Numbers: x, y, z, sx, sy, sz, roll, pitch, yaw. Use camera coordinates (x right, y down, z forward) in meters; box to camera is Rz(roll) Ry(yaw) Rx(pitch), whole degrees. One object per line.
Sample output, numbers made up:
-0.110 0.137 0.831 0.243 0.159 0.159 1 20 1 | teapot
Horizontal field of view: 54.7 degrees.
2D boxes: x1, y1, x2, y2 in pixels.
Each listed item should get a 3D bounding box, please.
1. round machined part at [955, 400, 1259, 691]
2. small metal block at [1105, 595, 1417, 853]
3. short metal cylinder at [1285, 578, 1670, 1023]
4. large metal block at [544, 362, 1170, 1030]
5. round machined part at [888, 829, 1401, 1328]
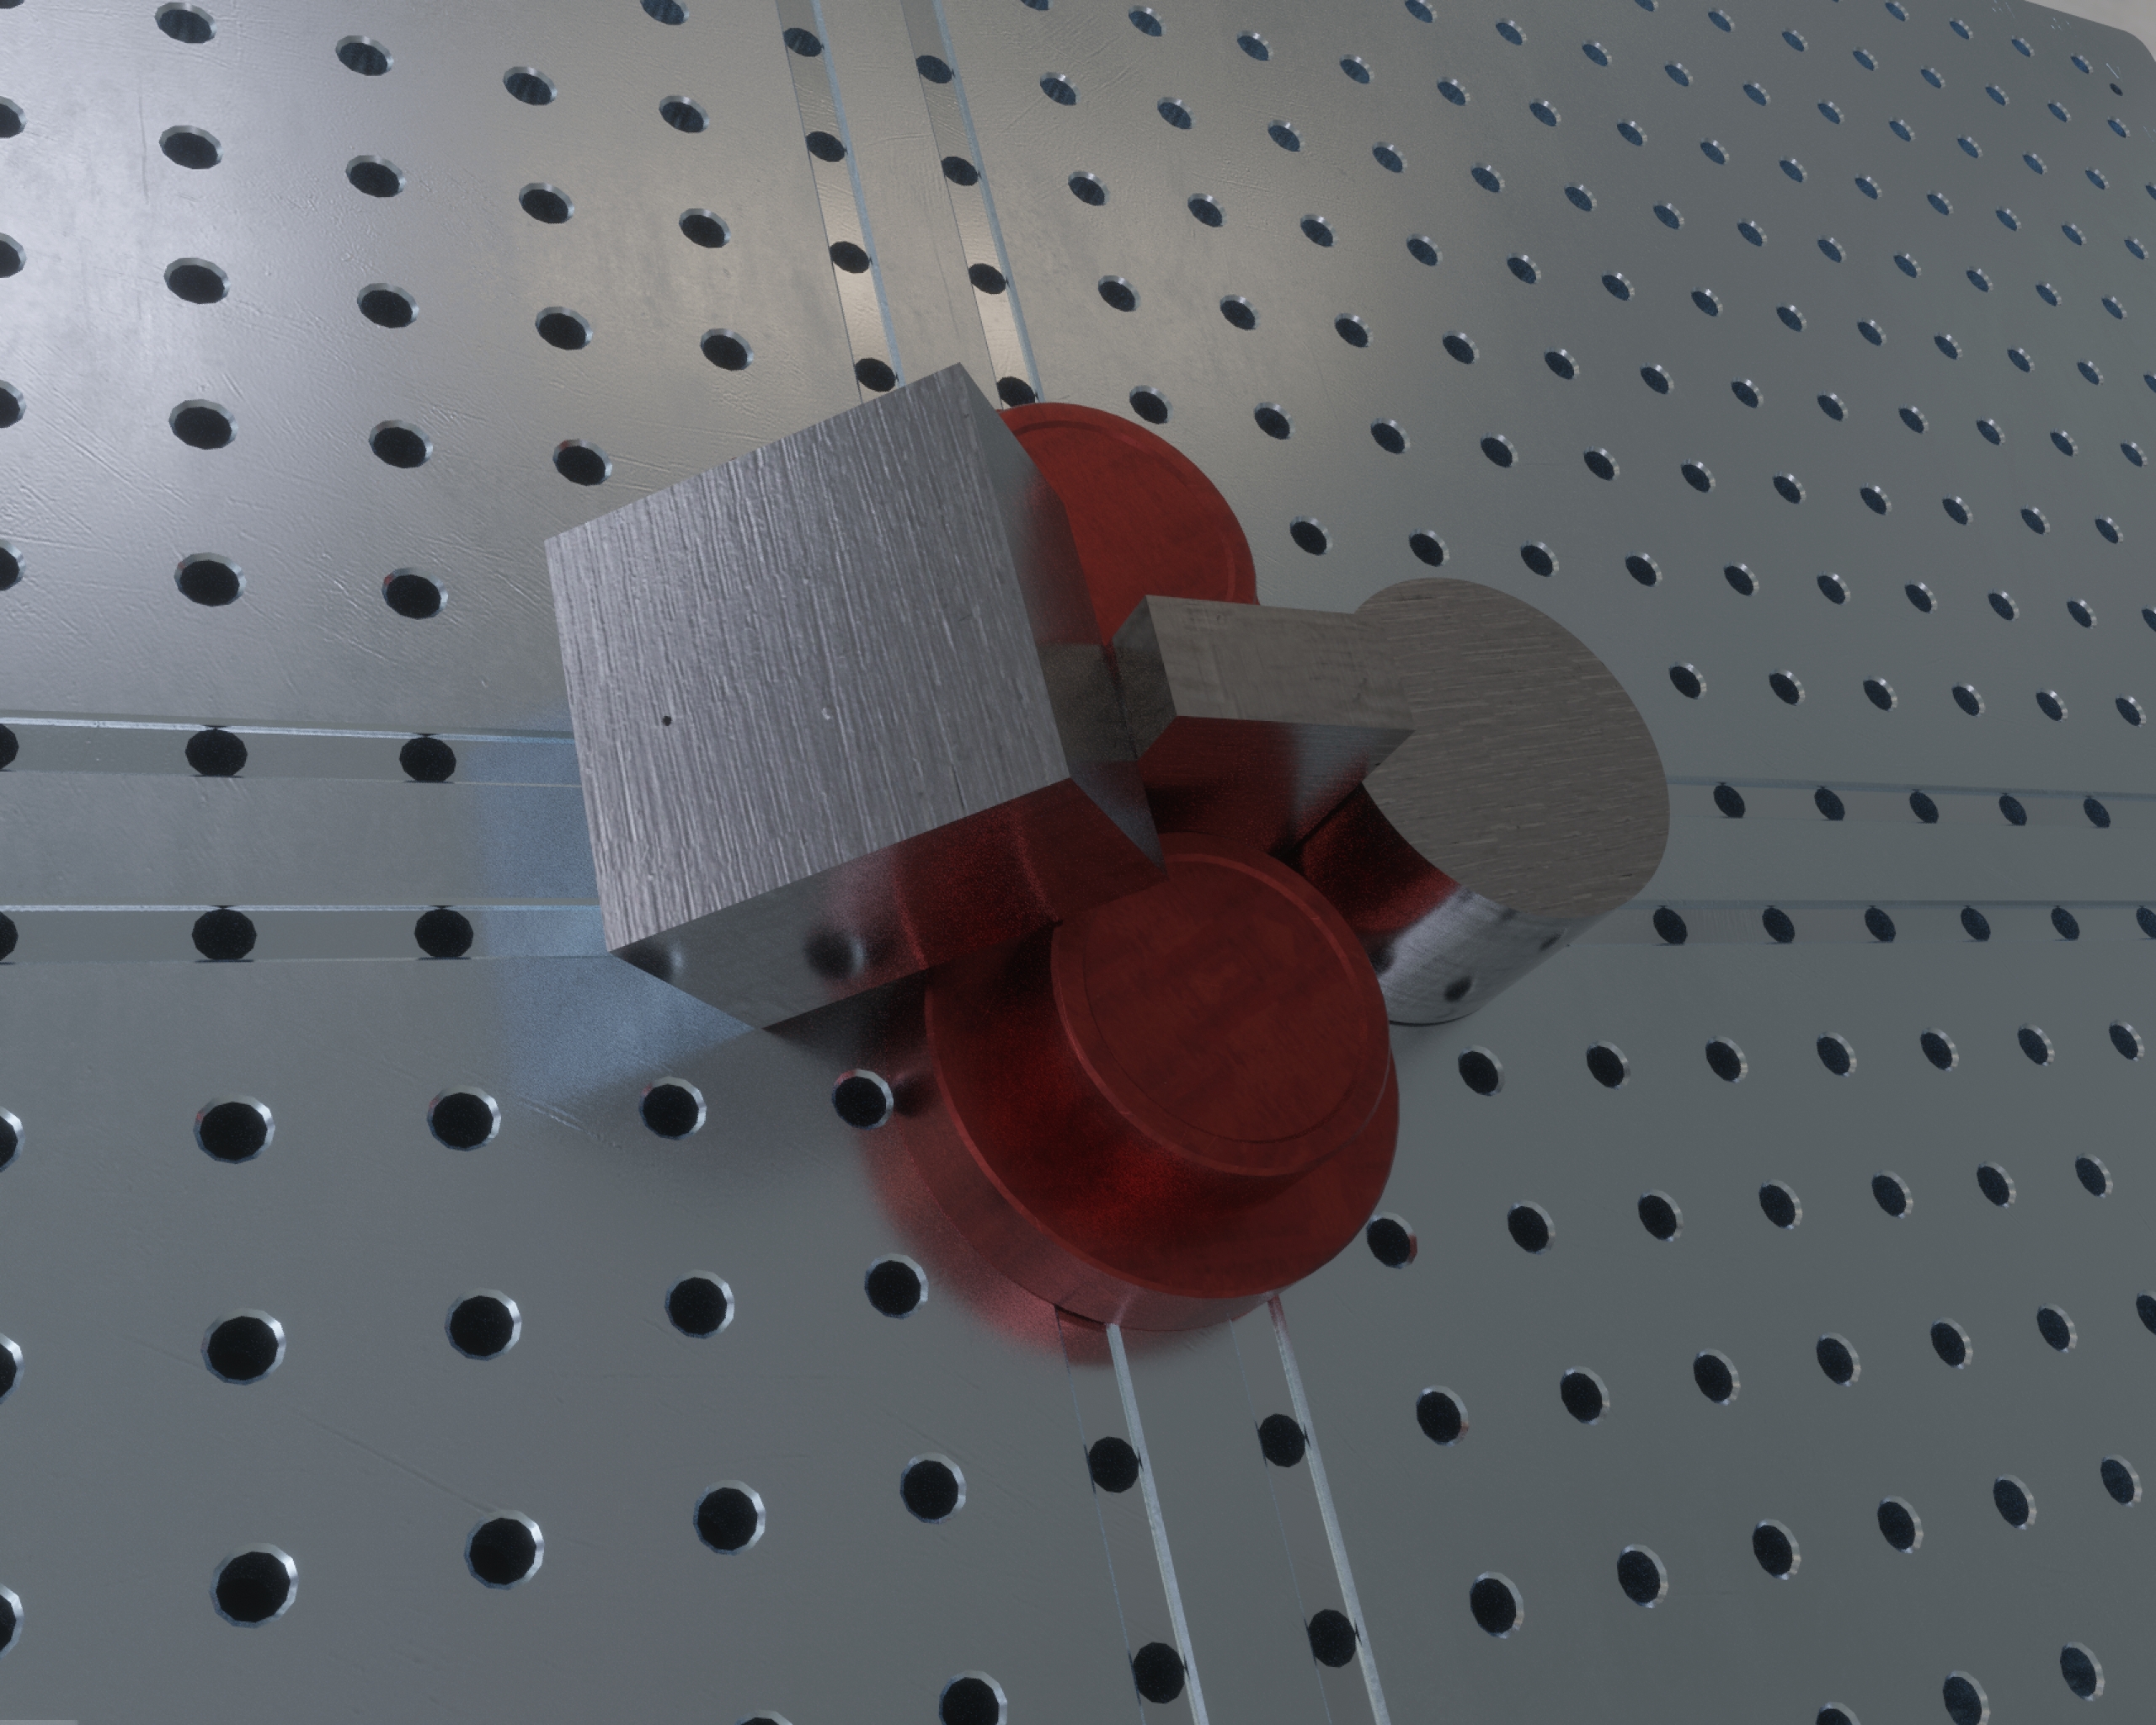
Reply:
-0.003 -0.056 0.430 0.099 0.042 0.098 14 56 -21 | round machined part
0.026 -0.024 0.392 0.050 0.050 0.025 1 61 -28 | small metal block
0.076 -0.013 0.439 0.081 0.050 0.080 14 56 -21 | short metal cylinder
-0.039 -0.027 0.361 0.050 0.080 0.080 44 28 -62 | large metal block
0.018 0.033 0.387 0.099 0.042 0.098 14 56 -21 | round machined part
